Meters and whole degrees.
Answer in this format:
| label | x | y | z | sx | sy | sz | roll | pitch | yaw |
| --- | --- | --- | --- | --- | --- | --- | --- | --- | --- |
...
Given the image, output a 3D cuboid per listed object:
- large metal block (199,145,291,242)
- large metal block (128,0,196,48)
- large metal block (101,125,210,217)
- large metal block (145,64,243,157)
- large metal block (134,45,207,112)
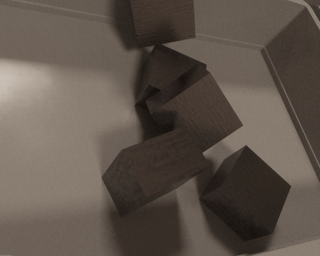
| label | x | y | z | sx | sy | sz | roll | pitch | yaw |
| --- | --- | --- | --- | --- | --- | --- | --- | --- | --- |
| large metal block | 0.111 | 0.083 | 0.401 | 0.080 | 0.050 | 0.080 | 43 | 51 | 1 |
| large metal block | 0.000 | -0.162 | 0.420 | 0.081 | 0.079 | 0.050 | -12 | 36 | -5 |
| large metal block | -0.007 | 0.048 | 0.336 | 0.081 | 0.080 | 0.050 | -20 | 73 | -33 |
| large metal block | 0.041 | -0.019 | 0.381 | 0.080 | 0.080 | 0.050 | 52 | 6 | -24 |
| large metal block | 0.017 | -0.062 | 0.438 | 0.080 | 0.050 | 0.080 | 20 | 54 | -17 |
